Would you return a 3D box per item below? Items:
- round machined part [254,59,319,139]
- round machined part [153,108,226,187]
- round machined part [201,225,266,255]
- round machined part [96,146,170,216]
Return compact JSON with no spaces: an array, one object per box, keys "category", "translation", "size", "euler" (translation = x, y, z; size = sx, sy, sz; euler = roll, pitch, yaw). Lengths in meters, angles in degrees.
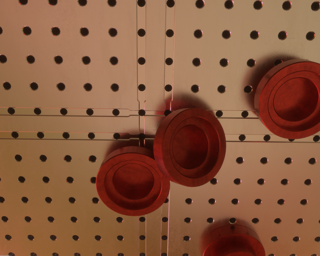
[{"category":"round machined part","translation":[0.168,-0.038,0.393],"size":[0.099,0.042,0.097],"euler":[0,110,-1]},{"category":"round machined part","translation":[0.034,0.023,0.397],"size":[0.099,0.042,0.097],"euler":[-1,91,-31]},{"category":"round machined part","translation":[0.115,0.204,0.481],"size":[0.099,0.042,0.097],"euler":[0,110,-1]},{"category":"round machined part","translation":[-0.036,0.069,0.429],"size":[0.099,0.042,0.097],"euler":[0,111,0]}]
